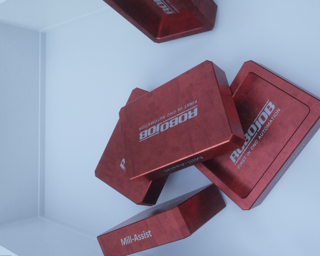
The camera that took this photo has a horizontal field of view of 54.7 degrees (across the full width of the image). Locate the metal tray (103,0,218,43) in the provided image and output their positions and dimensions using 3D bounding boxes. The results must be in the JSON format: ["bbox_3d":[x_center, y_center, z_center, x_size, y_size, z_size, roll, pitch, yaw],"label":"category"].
[{"bbox_3d":[-0.007,-0.146,0.341,0.090,0.131,0.030,-2,71,40],"label":"metal tray"}]

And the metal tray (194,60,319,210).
[{"bbox_3d":[0.096,0.008,0.322,0.090,0.030,0.129,42,115,31],"label":"metal tray"}]

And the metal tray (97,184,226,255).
[{"bbox_3d":[0.001,0.109,0.359,0.130,0.091,0.030,-31,79,35],"label":"metal tray"}]

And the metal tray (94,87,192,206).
[{"bbox_3d":[-0.021,0.021,0.396,0.090,0.030,0.129,24,88,37],"label":"metal tray"}]

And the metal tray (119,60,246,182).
[{"bbox_3d":[0.016,-0.003,0.334,0.130,0.030,0.090,-25,62,30],"label":"metal tray"}]
